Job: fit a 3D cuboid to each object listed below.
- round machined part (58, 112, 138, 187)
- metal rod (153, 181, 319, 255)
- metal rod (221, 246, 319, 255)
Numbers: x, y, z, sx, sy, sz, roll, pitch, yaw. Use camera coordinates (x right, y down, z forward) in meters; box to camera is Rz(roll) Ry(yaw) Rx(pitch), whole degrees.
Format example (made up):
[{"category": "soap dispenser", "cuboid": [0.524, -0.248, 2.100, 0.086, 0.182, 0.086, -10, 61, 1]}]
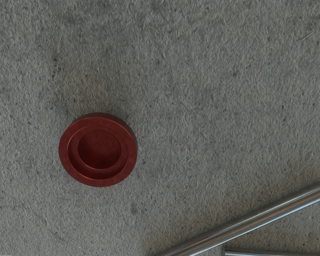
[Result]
[{"category": "round machined part", "cuboid": [-0.078, 0.025, 0.409, 0.099, 0.042, 0.097, 0, 110, -1]}, {"category": "metal rod", "cuboid": [0.110, 0.154, 0.468, 0.301, 0.025, 0.025, -27, 108, 9]}, {"category": "metal rod", "cuboid": [0.249, 0.212, 0.491, 0.302, 0.025, 0.025, 5, 110, -3]}]
